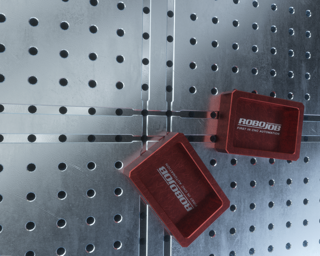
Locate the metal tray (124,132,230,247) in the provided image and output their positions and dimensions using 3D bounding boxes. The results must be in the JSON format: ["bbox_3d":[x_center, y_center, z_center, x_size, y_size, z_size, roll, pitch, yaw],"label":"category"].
[{"bbox_3d":[0.025,0.081,0.418,0.090,0.030,0.130,-38,102,-16],"label":"metal tray"}]

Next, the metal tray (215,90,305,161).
[{"bbox_3d":[0.151,-0.002,0.465,0.131,0.030,0.090,8,88,-20],"label":"metal tray"}]
